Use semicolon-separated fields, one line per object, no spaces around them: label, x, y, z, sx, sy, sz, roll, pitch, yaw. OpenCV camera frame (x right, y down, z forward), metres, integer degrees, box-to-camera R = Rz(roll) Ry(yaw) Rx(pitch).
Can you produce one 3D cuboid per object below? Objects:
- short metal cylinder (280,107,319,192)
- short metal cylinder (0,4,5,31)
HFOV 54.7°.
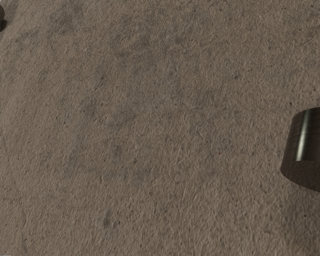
short metal cylinder;0.154;0.023;0.273;0.080;0.080;0.050;9;66;31
short metal cylinder;-0.429;-0.274;0.757;0.080;0.080;0.050;-17;55;18
